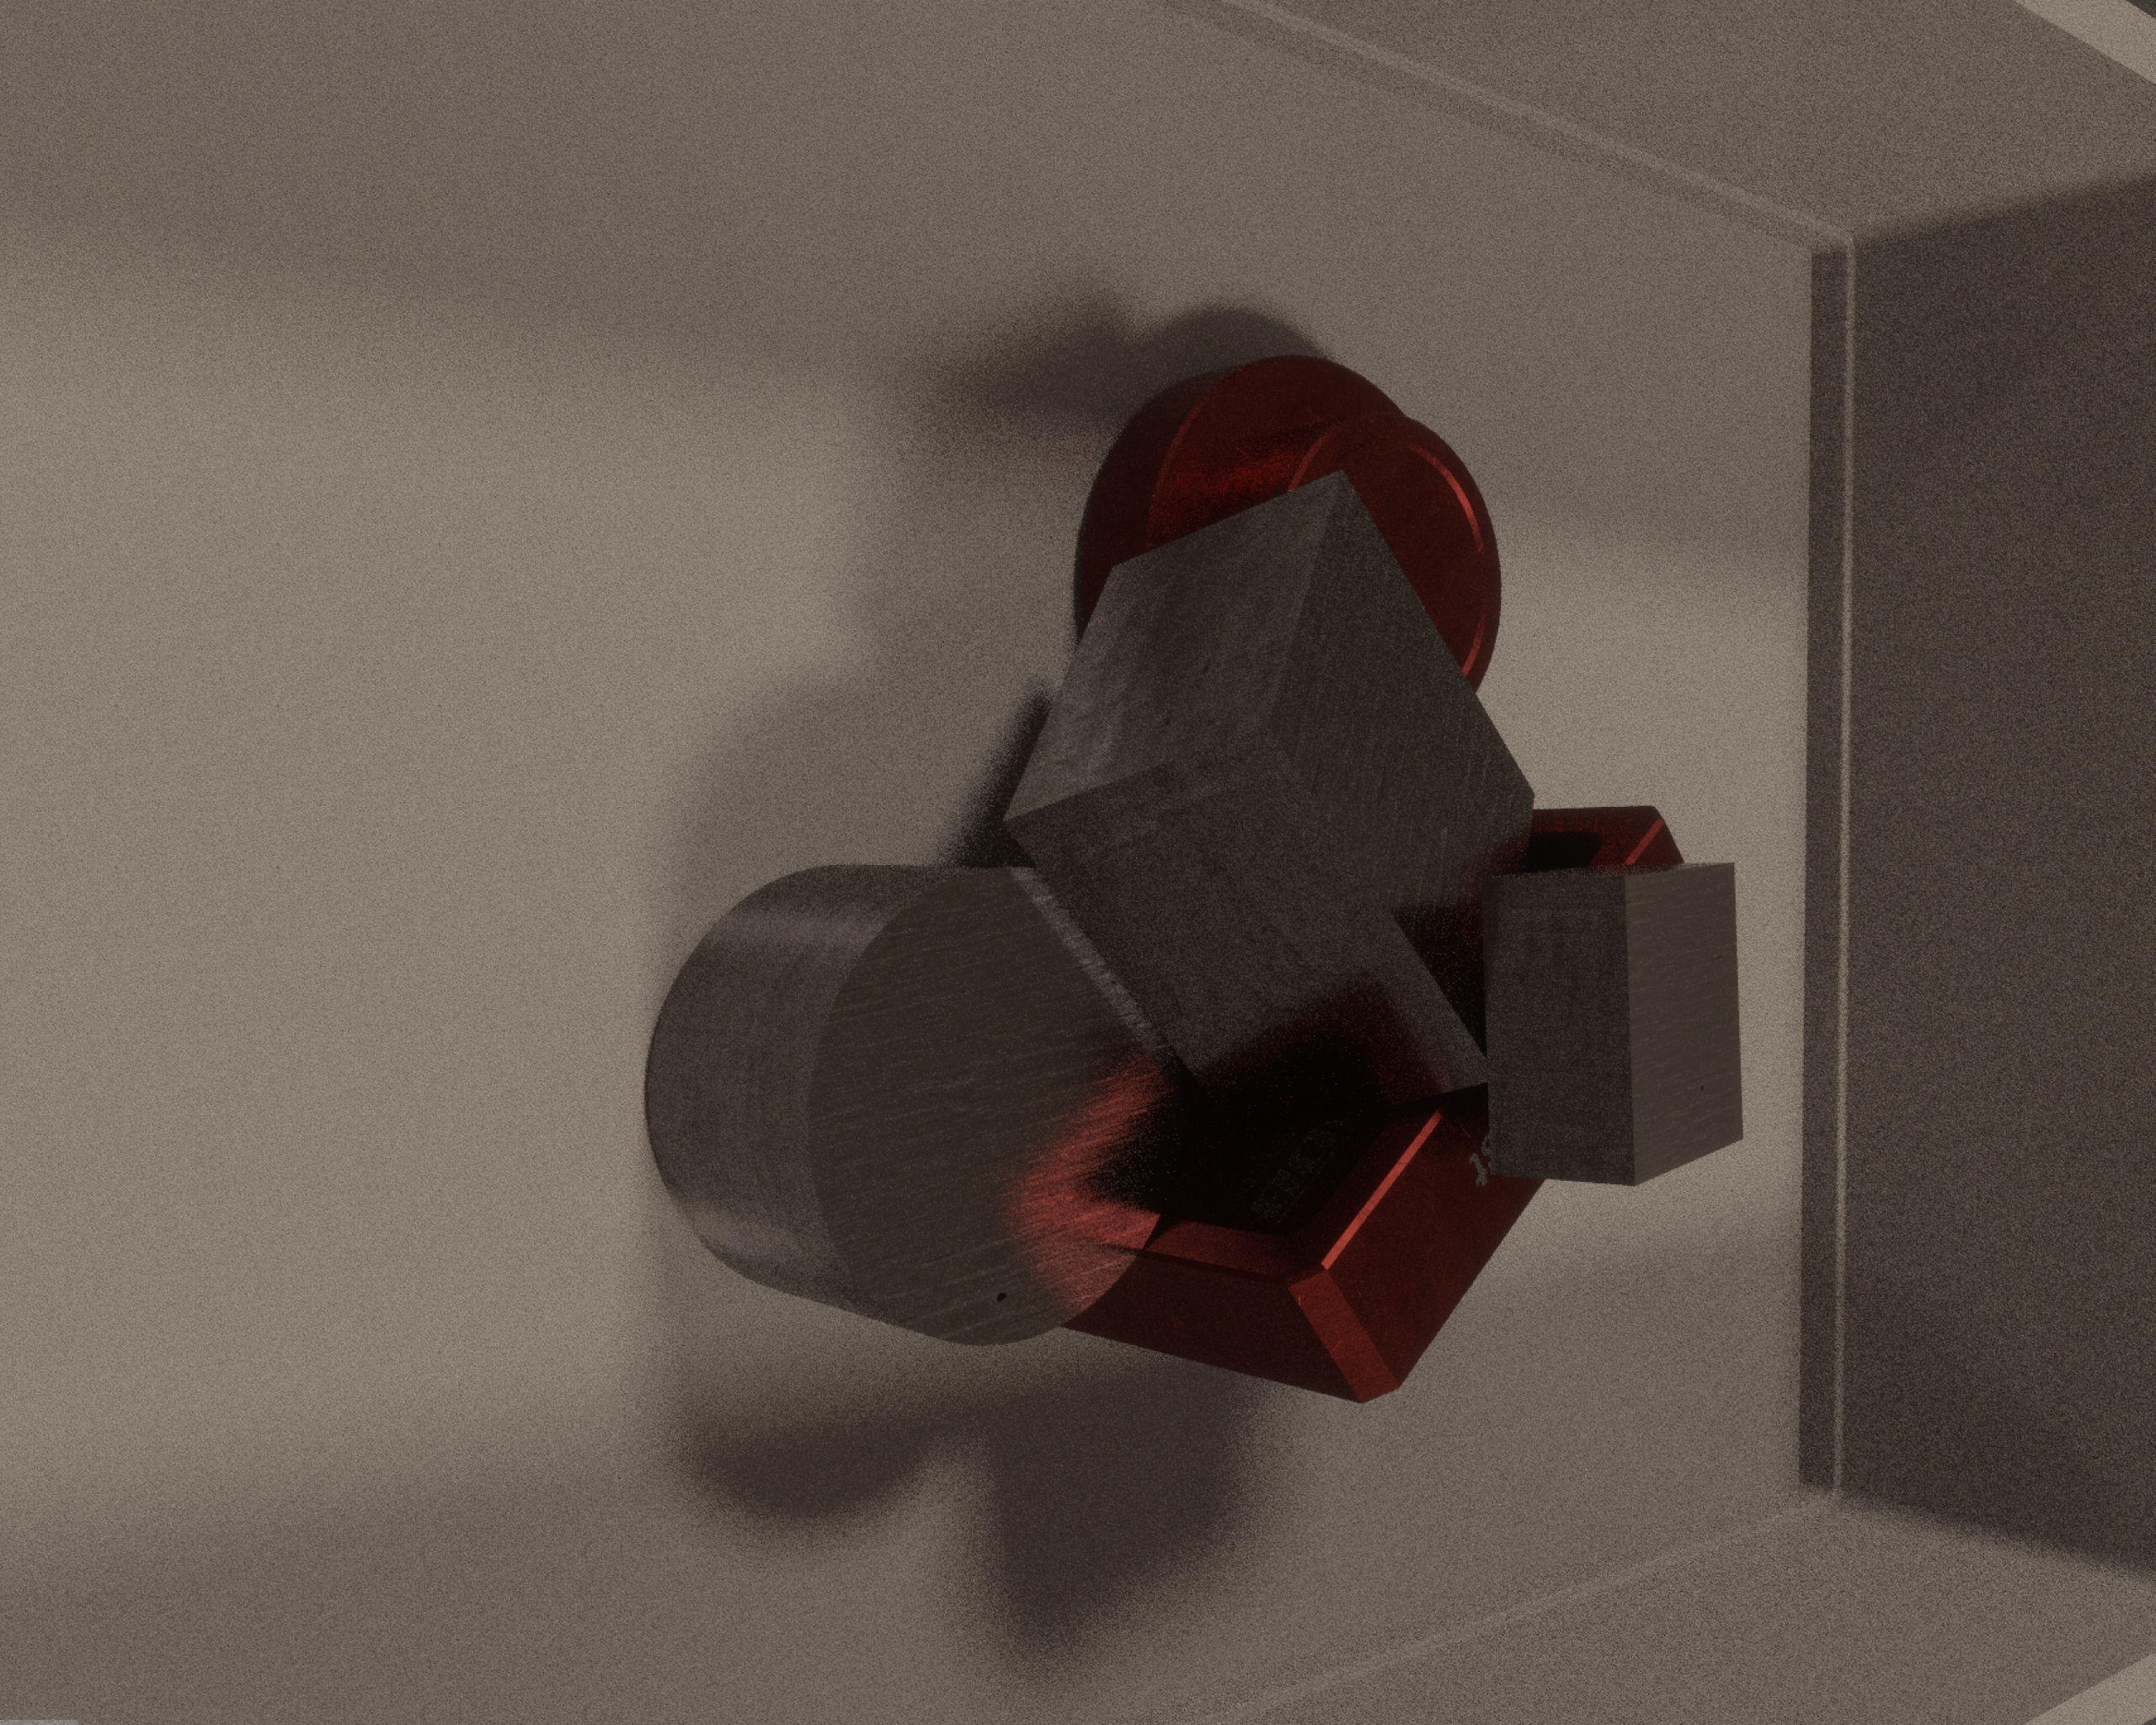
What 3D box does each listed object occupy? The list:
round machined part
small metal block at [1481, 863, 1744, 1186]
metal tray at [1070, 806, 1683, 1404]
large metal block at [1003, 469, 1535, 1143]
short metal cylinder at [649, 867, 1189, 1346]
[{"bbox_3d":[0.051,-0.058,0.438,0.099,0.042,0.097,0,90,-40],"label":"round machined part"},{"bbox_3d":[0.093,0.026,0.361,0.050,0.025,0.050,-4,92,-53],"label":"small metal block"},{"bbox_3d":[0.054,0.040,0.409,0.131,0.090,0.030,-46,117,-31],"label":"metal tray"},{"bbox_3d":[0.039,-0.010,0.376,0.080,0.050,0.080,54,34,-27],"label":"large metal block"},{"bbox_3d":[-0.027,0.040,0.367,0.081,0.050,0.079,0,90,-40],"label":"short metal cylinder"}]
